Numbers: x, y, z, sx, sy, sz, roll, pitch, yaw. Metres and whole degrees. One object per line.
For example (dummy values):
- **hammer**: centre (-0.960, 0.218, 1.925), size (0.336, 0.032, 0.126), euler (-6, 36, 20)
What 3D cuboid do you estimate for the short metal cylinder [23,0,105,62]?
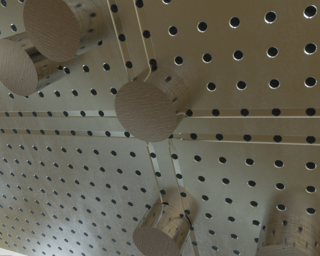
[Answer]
- **short metal cylinder**: centre (-0.115, -0.127, 0.376), size (0.080, 0.050, 0.079), euler (13, 124, 20)

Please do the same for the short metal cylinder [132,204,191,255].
- **short metal cylinder**: centre (0.003, 0.169, 0.496), size (0.080, 0.050, 0.079), euler (13, 124, 20)

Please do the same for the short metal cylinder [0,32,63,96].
- **short metal cylinder**: centre (-0.185, -0.091, 0.434), size (0.080, 0.050, 0.079), euler (13, 124, 21)

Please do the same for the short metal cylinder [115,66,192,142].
- **short metal cylinder**: centre (-0.008, -0.029, 0.380), size (0.080, 0.050, 0.079), euler (13, 124, 20)

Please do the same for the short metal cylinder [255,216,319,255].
- **short metal cylinder**: centre (0.170, 0.164, 0.407), size (0.080, 0.050, 0.079), euler (13, 124, 20)
